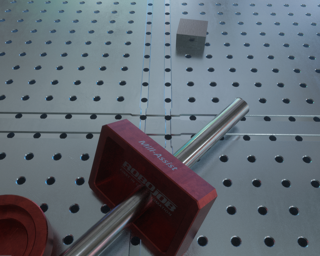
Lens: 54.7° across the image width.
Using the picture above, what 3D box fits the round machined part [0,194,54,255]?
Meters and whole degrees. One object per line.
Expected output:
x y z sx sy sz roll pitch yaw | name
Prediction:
-0.152 0.117 0.296 0.099 0.042 0.098 0 50 0 | round machined part

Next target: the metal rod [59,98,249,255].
0.006 0.054 0.342 0.025 0.025 0.302 36 58 26 | metal rod

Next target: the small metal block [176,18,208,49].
0.057 -0.168 0.550 0.050 0.025 0.050 8 50 6 | small metal block

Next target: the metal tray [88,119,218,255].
-0.015 0.062 0.317 0.130 0.089 0.030 37 34 27 | metal tray
